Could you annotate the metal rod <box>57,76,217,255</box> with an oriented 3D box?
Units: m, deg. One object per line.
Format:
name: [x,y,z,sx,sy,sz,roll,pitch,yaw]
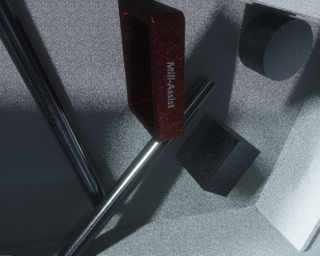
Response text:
metal rod: [-0.029,0.056,0.405,0.300,0.025,0.025,-51,129,-1]

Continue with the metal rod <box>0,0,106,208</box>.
metal rod: [-0.110,-0.002,0.348,0.025,0.025,0.298,-25,128,-13]

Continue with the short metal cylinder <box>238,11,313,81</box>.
short metal cylinder: [0.152,-0.108,0.411,0.081,0.050,0.079,-14,125,-21]

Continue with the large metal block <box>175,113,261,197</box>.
large metal block: [0.080,0.038,0.442,0.050,0.080,0.080,24,105,-37]

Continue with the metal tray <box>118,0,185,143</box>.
metal tray: [-0.009,-0.061,0.325,0.030,0.090,0.129,-16,125,-20]
